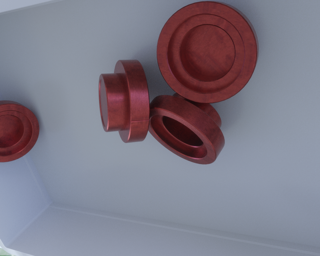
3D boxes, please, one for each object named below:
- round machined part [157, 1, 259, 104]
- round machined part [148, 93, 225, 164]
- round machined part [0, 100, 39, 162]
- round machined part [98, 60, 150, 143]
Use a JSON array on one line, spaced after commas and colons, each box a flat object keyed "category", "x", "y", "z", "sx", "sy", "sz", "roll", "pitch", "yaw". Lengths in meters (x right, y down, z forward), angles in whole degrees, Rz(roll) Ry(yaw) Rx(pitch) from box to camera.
[{"category": "round machined part", "x": 0.050, "y": -0.078, "z": 0.317, "sx": 0.098, "sy": 0.042, "sz": 0.097, "roll": 8, "pitch": 114, "yaw": 18}, {"category": "round machined part", "x": 0.032, "y": -0.004, "z": 0.361, "sx": 0.098, "sy": 0.042, "sz": 0.098, "roll": 30, "pitch": 156, "yaw": 15}, {"category": "round machined part", "x": -0.251, "y": 0.002, "z": 0.498, "sx": 0.042, "sy": 0.099, "sz": 0.097, "roll": 25, "pitch": 131, "yaw": 42}, {"category": "round machined part", "x": -0.046, "y": -0.030, "z": 0.365, "sx": 0.042, "sy": 0.098, "sz": 0.097, "roll": -5, "pitch": 126, "yaw": -18}]
